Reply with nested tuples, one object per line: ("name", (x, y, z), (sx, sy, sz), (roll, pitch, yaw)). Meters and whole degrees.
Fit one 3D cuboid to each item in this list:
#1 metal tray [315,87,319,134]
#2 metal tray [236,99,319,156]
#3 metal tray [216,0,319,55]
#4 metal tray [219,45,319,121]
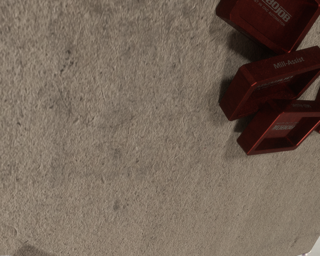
("metal tray", (0.320, -0.058, 0.547), (0.091, 0.030, 0.129), (-10, 123, -24))
("metal tray", (0.194, -0.001, 0.487), (0.131, 0.030, 0.089), (-2, 136, -35))
("metal tray", (0.142, -0.152, 0.389), (0.131, 0.030, 0.090), (19, 108, -36))
("metal tray", (0.156, -0.060, 0.428), (0.131, 0.030, 0.090), (-17, 154, -19))
